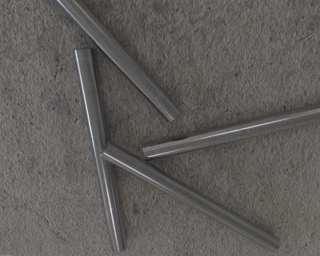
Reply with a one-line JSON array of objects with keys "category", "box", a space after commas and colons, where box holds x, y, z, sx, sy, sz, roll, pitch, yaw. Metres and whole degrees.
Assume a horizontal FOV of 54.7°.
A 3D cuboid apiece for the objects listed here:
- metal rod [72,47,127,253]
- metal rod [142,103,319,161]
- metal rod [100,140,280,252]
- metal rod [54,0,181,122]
[{"category": "metal rod", "box": [-0.078, 0.044, 0.424, 0.025, 0.025, 0.298, -6, 110, 2]}, {"category": "metal rod", "box": [0.126, 0.000, 0.410, 0.301, 0.025, 0.025, -13, 110, 4]}, {"category": "metal rod", "box": [0.053, 0.102, 0.436, 0.301, 0.025, 0.025, 32, 107, -16]}, {"category": "metal rod", "box": [-0.081, -0.121, 0.364, 0.025, 0.025, 0.300, -40, 106, 13]}]
